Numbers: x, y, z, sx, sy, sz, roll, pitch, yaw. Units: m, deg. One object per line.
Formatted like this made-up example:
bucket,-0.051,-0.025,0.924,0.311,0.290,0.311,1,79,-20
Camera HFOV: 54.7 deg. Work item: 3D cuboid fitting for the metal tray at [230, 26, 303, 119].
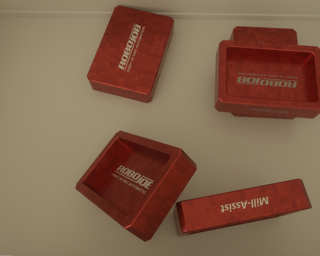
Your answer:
metal tray,0.147,-0.079,0.437,0.091,0.030,0.130,3,70,1

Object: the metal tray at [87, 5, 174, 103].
metal tray,-0.039,-0.108,0.446,0.090,0.030,0.130,15,71,5

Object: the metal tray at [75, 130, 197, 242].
metal tray,-0.032,0.055,0.342,0.130,0.030,0.090,13,62,53

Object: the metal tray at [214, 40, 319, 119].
metal tray,0.139,-0.063,0.398,0.131,0.030,0.090,4,70,1

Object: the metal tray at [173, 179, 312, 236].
metal tray,0.083,0.090,0.341,0.131,0.090,0.030,-10,69,-4
